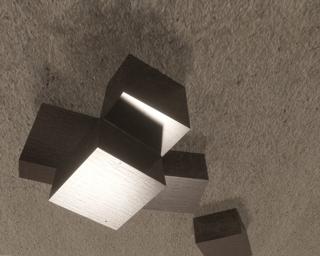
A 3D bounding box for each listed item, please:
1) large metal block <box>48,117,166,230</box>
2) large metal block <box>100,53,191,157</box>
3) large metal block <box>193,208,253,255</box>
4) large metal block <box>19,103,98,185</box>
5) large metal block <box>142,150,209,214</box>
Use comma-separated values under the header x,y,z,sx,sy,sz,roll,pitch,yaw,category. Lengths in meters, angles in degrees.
x,y,z,sx,sy,sz,roll,pitch,yaw,category
-0.053,0.049,0.320,0.080,0.050,0.080,34,113,-26,large metal block
-0.016,-0.026,0.348,0.080,0.080,0.050,28,124,-22,large metal block
0.113,0.197,0.560,0.080,0.050,0.080,-18,128,14,large metal block
-0.119,0.025,0.384,0.081,0.080,0.050,16,144,-14,large metal block
0.020,0.080,0.459,0.081,0.050,0.079,7,130,-7,large metal block
